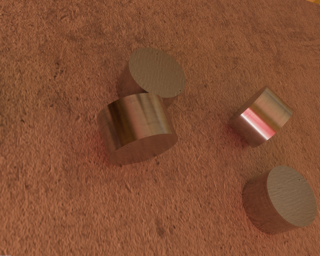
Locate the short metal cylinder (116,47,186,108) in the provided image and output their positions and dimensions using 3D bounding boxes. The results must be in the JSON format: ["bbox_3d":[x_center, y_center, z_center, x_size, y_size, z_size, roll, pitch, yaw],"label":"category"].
[{"bbox_3d":[-0.013,-0.061,0.418,0.081,0.050,0.080,14,56,-21],"label":"short metal cylinder"}]

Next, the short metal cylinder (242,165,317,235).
[{"bbox_3d":[0.158,0.097,0.414,0.081,0.050,0.080,14,56,-21],"label":"short metal cylinder"}]

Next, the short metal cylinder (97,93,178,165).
[{"bbox_3d":[-0.026,0.003,0.353,0.081,0.080,0.050,-7,66,-31],"label":"short metal cylinder"}]

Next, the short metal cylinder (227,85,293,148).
[{"bbox_3d":[0.146,-0.017,0.457,0.050,0.080,0.080,44,51,2],"label":"short metal cylinder"}]
